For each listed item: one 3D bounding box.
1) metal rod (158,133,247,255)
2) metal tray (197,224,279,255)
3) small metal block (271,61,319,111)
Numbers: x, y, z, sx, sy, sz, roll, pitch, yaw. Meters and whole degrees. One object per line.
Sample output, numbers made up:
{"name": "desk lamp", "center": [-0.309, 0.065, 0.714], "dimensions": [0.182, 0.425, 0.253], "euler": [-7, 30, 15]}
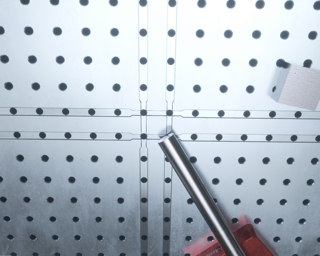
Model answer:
{"name": "metal rod", "center": [0.084, 0.140, 0.441], "dimensions": [0.025, 0.025, 0.299], "euler": [-30, 99, 10]}
{"name": "metal tray", "center": [0.118, 0.223, 0.494], "dimensions": [0.130, 0.030, 0.090], "euler": [-37, 106, 12]}
{"name": "small metal block", "center": [0.178, -0.053, 0.395], "dimensions": [0.050, 0.025, 0.050], "euler": [12, 110, -5]}
